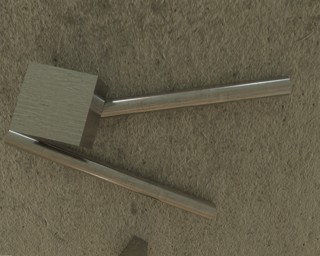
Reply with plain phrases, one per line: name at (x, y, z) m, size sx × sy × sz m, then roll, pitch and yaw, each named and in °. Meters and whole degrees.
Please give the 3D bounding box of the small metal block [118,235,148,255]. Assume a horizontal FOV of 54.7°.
small metal block at (-0.043, 0.203, 0.471) m, size 0.025 × 0.050 × 0.050 m, roll 32°, pitch 107°, yaw -11°

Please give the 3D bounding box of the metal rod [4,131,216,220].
metal rod at (-0.062, 0.066, 0.433) m, size 0.302 × 0.025 × 0.025 m, roll 22°, pitch 108°, yaw -9°

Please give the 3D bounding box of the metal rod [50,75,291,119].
metal rod at (0.011, -0.035, 0.396) m, size 0.302 × 0.025 × 0.025 m, roll -7°, pitch 110°, yaw 2°

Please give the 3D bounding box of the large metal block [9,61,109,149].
large metal block at (-0.115, -0.024, 0.363) m, size 0.080 × 0.050 × 0.080 m, roll 13°, pitch 82°, yaw 5°
